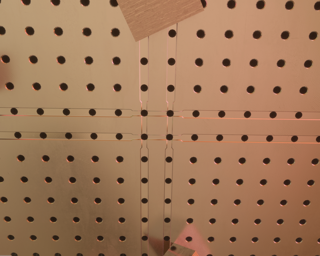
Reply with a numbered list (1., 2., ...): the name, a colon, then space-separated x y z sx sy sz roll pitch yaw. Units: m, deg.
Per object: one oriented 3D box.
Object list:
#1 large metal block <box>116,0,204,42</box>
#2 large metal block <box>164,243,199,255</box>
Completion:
1. large metal block: -0.006 -0.152 0.344 0.080 0.050 0.080 -23 109 8
2. large metal block: 0.031 0.237 0.465 0.080 0.050 0.080 -42 111 -32
